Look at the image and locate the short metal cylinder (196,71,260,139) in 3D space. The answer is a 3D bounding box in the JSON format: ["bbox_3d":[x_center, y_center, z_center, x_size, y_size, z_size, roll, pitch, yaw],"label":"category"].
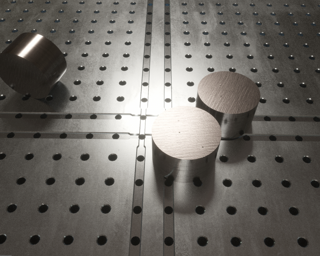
[{"bbox_3d":[0.089,-0.032,0.419,0.081,0.050,0.080,0,50,0],"label":"short metal cylinder"}]

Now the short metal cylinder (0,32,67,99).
[{"bbox_3d":[-0.183,-0.088,0.444,0.080,0.080,0.050,13,51,10],"label":"short metal cylinder"}]

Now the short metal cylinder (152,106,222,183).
[{"bbox_3d":[0.030,0.019,0.376,0.081,0.050,0.080,0,50,0],"label":"short metal cylinder"}]
